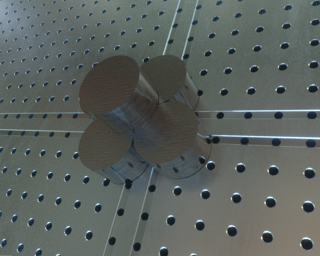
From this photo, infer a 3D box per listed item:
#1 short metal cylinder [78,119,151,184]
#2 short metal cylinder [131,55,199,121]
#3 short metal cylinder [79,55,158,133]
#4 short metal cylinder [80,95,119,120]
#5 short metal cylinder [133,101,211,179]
[{"bbox_3d":[-0.058,0.026,0.404,0.080,0.050,0.080,-13,56,20],"label":"short metal cylinder"},{"bbox_3d":[0.007,-0.051,0.418,0.080,0.050,0.080,-13,56,20],"label":"short metal cylinder"},{"bbox_3d":[-0.049,-0.040,0.374,0.080,0.050,0.080,-12,58,20],"label":"short metal cylinder"},{"bbox_3d":[-0.067,-0.039,0.449,0.080,0.050,0.080,-13,56,20],"label":"short metal cylinder"},{"bbox_3d":[0.016,0.015,0.373,0.080,0.050,0.080,-13,56,20],"label":"short metal cylinder"}]
